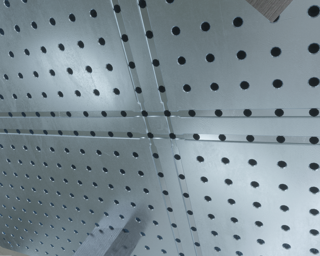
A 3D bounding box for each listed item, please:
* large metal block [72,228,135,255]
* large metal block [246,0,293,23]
[{"bbox_3d":[-0.107,0.235,0.578,0.080,0.080,0.050,-14,111,34],"label":"large metal block"},{"bbox_3d":[0.094,-0.149,0.254,0.080,0.050,0.080,41,129,0],"label":"large metal block"}]
